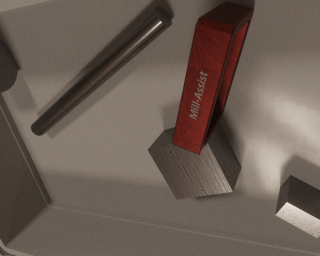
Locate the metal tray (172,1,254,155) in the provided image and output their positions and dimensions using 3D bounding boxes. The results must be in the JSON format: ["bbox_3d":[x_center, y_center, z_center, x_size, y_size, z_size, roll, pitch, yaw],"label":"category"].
[{"bbox_3d":[0.052,-0.049,0.307,0.030,0.090,0.129,21,126,16],"label":"metal tray"}]

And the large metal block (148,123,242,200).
[{"bbox_3d":[0.045,0.039,0.392,0.080,0.050,0.080,-17,110,34],"label":"large metal block"}]

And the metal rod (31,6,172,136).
[{"bbox_3d":[-0.099,-0.059,0.422,0.299,0.025,0.025,-31,102,37],"label":"metal rod"}]

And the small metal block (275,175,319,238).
[{"bbox_3d":[0.167,0.090,0.360,0.050,0.050,0.025,28,128,10],"label":"small metal block"}]

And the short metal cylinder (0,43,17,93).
[{"bbox_3d":[-0.262,-0.086,0.455,0.050,0.080,0.080,-8,115,31],"label":"short metal cylinder"}]
